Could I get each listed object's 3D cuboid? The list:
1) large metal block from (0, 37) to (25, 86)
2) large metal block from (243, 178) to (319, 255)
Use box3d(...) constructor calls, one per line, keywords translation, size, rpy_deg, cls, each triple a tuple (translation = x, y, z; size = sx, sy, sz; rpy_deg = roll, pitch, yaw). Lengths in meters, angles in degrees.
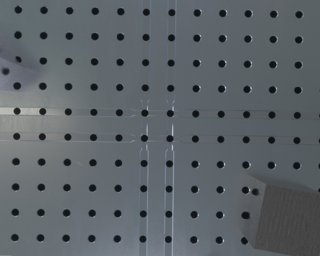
box3d(translation=(-0.230, -0.098, 0.384), size=(0.050, 0.080, 0.080), rpy_deg=(-38, 90, 0), cls="large metal block")
box3d(translation=(0.161, 0.115, 0.402), size=(0.080, 0.050, 0.080), rpy_deg=(11, 90, 0), cls="large metal block")
